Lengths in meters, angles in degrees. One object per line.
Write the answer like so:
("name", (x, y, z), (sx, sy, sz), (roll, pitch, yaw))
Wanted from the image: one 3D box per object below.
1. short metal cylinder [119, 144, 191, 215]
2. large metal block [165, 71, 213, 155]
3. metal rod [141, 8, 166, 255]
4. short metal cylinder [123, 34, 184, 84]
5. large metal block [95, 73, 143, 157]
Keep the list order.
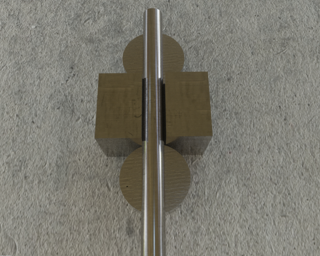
("short metal cylinder", (-0.006, 0.065, 0.373), (0.081, 0.050, 0.080), (0, 69, 0))
("large metal block", (0.031, -0.015, 0.386), (0.050, 0.080, 0.080), (-1, 70, 0))
("metal rod", (-0.008, -0.010, 0.359), (0.025, 0.025, 0.299), (-1, 70, 0))
("short metal cylinder", (-0.008, -0.082, 0.426), (0.081, 0.050, 0.080), (0, 69, 0))
("large metal block", (-0.046, -0.013, 0.384), (0.050, 0.080, 0.080), (-1, 70, 0))
